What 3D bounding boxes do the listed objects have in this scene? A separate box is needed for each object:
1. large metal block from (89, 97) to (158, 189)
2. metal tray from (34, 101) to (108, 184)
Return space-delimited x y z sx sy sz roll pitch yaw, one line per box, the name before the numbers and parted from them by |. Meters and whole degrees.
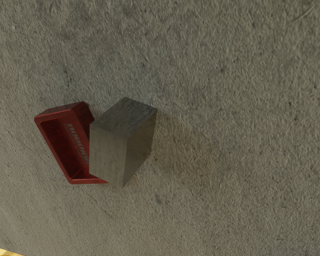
large metal block | -0.048 0.017 0.407 0.050 0.080 0.079 21 126 16
metal tray | -0.131 0.028 0.489 0.090 0.030 0.129 -8 115 31
